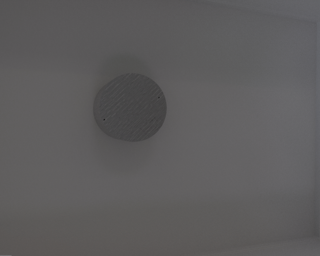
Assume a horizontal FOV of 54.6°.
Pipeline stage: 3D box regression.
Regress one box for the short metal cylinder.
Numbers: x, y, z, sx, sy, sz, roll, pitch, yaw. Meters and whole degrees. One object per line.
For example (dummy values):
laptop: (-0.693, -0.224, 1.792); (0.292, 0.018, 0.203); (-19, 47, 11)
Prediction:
short metal cylinder: (-0.038, -0.024, 0.383); (0.081, 0.050, 0.080); (0, 90, -20)
